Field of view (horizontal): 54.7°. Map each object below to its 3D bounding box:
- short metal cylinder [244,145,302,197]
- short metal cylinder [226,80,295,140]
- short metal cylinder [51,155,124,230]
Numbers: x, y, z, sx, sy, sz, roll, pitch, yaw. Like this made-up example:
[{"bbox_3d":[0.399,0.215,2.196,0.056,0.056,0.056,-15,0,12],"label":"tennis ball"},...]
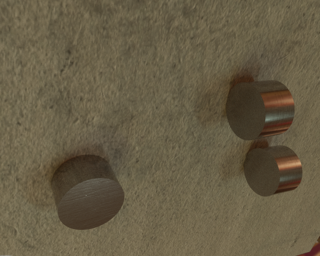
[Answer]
[{"bbox_3d":[0.188,0.071,0.521,0.050,0.080,0.079,-5,121,-27],"label":"short metal cylinder"},{"bbox_3d":[0.138,-0.026,0.433,0.050,0.080,0.079,-8,122,-25],"label":"short metal cylinder"},{"bbox_3d":[-0.092,0.081,0.392,0.081,0.050,0.079,-14,125,-21],"label":"short metal cylinder"}]
